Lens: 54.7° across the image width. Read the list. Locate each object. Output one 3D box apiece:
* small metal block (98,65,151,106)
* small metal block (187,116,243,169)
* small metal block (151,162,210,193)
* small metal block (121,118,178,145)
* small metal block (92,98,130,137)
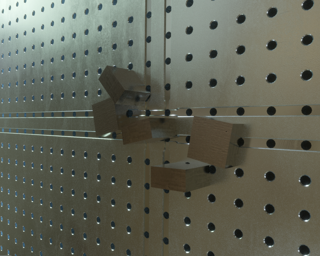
[{"bbox_3d":[-0.049,-0.058,0.431,0.025,0.050,0.050,-51,60,28],"label":"small metal block"},{"bbox_3d":[0.063,0.015,0.356,0.050,0.025,0.050,14,99,38],"label":"small metal block"},{"bbox_3d":[0.025,0.058,0.371,0.050,0.050,0.025,0,90,39],"label":"small metal block"},{"bbox_3d":[-0.014,0.004,0.403,0.050,0.050,0.025,-15,81,39],"label":"small metal block"},{"bbox_3d":[-0.074,-0.016,0.468,0.050,0.025,0.050,-16,80,38],"label":"small metal block"}]
